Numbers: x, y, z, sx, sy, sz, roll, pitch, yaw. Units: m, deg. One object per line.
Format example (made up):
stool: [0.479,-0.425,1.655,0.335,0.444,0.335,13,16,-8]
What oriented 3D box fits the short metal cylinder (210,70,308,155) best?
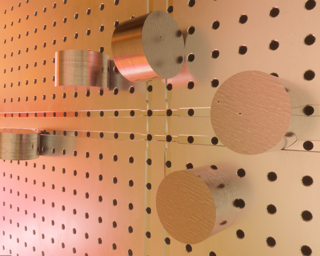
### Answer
short metal cylinder: [0.099,-0.014,0.312,0.080,0.050,0.079,0,90,40]

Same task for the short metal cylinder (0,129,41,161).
short metal cylinder: [-0.276,0.030,0.602,0.080,0.081,0.050,9,96,39]

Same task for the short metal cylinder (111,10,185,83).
short metal cylinder: [-0.013,-0.099,0.384,0.050,0.081,0.080,-1,90,40]

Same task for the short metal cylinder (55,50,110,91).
short metal cylinder: [-0.117,-0.085,0.470,0.080,0.081,0.050,2,92,40]

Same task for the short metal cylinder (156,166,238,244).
short metal cylinder: [0.042,0.087,0.358,0.080,0.050,0.080,0,90,40]
